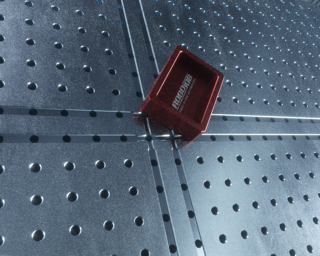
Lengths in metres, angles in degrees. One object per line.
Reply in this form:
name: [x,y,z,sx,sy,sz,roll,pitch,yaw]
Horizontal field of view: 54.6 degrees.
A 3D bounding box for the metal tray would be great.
metal tray: [0.037,-0.055,0.457,0.090,0.030,0.130,32,52,-8]
